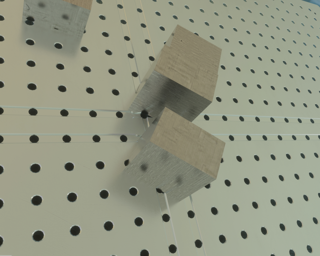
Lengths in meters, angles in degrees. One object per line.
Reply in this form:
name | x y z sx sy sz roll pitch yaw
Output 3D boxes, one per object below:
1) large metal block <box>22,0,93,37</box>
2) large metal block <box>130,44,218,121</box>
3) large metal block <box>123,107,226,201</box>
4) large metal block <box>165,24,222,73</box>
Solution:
large metal block | -0.137 -0.185 0.431 0.081 0.050 0.080 13 56 -21
large metal block | 0.018 -0.050 0.412 0.080 0.080 0.050 27 53 -11
large metal block | 0.015 0.034 0.360 0.080 0.080 0.050 30 52 -9
large metal block | 0.043 -0.098 0.474 0.080 0.050 0.080 26 53 -13
